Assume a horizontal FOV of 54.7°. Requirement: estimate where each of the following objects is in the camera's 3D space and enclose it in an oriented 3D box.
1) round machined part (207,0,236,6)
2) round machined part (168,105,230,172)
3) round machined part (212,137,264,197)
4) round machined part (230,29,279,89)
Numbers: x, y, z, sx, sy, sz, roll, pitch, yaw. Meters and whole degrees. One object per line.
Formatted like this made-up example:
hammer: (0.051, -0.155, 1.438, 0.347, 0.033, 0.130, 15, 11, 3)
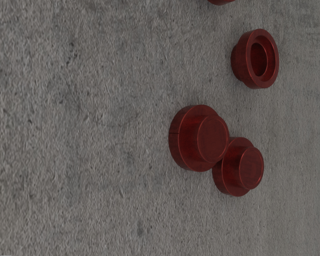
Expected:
round machined part: (0.080, -0.231, 0.460, 0.099, 0.042, 0.097, 0, 90, -40)
round machined part: (0.063, 0.015, 0.446, 0.099, 0.042, 0.097, 0, 90, -40)
round machined part: (0.133, 0.064, 0.505, 0.099, 0.042, 0.097, 0, 90, -40)
round machined part: (0.157, -0.114, 0.525, 0.099, 0.042, 0.097, 0, 90, -40)
